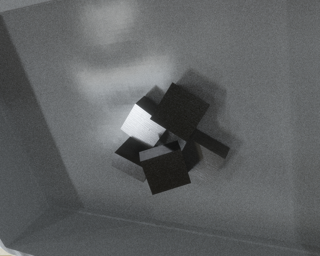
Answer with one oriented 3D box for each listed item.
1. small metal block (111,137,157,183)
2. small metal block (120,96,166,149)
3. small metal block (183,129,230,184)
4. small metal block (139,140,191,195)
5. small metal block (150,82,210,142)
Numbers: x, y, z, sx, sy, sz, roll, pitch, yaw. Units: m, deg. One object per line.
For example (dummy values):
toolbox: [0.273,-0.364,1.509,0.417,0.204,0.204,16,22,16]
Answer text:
small metal block: [-0.031,0.041,0.429,0.050,0.050,0.025,26,127,11]
small metal block: [-0.017,-0.006,0.409,0.050,0.025,0.050,37,129,2]
small metal block: [0.054,0.037,0.399,0.050,0.025,0.050,31,128,8]
small metal block: [0.006,0.049,0.386,0.050,0.025,0.050,-18,113,0]
small metal block: [0.024,-0.019,0.367,0.050,0.025,0.050,32,95,6]
